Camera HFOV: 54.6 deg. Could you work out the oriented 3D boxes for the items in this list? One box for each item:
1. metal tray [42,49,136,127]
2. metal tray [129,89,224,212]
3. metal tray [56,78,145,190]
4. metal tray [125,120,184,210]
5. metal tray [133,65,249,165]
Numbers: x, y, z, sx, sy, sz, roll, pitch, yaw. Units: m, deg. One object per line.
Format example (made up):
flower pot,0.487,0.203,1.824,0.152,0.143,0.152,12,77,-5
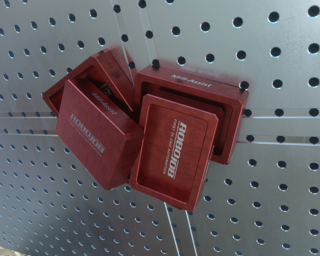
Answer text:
metal tray,-0.097,-0.039,0.435,0.130,0.030,0.090,-24,105,37
metal tray,0.017,0.028,0.376,0.090,0.030,0.129,18,114,18
metal tray,-0.084,0.005,0.403,0.130,0.030,0.089,41,125,29
metal tray,-0.010,0.053,0.446,0.130,0.030,0.089,24,127,14
metal tray,0.032,-0.017,0.380,0.130,0.030,0.089,18,125,18
